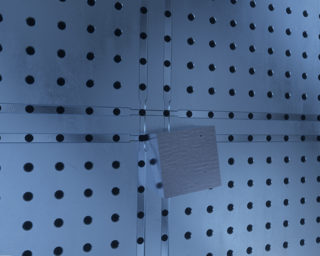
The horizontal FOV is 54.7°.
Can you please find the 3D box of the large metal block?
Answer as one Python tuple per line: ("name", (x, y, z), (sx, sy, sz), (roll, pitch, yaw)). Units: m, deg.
("large metal block", (0.030, 0.041, 0.412), (0.081, 0.050, 0.079), (-8, 93, -20))
